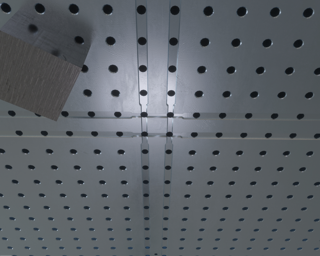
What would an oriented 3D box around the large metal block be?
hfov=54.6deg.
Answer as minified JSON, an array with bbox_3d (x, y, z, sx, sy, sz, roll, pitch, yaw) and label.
[{"bbox_3d":[-0.133,-0.065,0.339,0.080,0.050,0.080,24,126,-19],"label":"large metal block"}]
